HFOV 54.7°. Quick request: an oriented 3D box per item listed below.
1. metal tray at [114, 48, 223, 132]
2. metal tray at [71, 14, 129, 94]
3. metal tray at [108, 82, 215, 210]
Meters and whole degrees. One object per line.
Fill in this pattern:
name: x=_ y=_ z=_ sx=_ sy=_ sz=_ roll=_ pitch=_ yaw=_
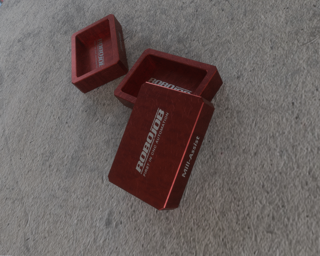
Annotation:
metal tray: x=0.008 y=-0.056 z=0.430 sx=0.130 sy=0.030 sz=0.090 roll=25 pitch=75 yaw=36
metal tray: x=-0.107 y=-0.131 z=0.537 sx=0.090 sy=0.030 sz=0.130 roll=-22 pitch=53 yaw=14
metal tray: x=-0.001 y=0.019 z=0.365 sx=0.090 sy=0.030 sz=0.129 roll=21 pitch=91 yaw=35
